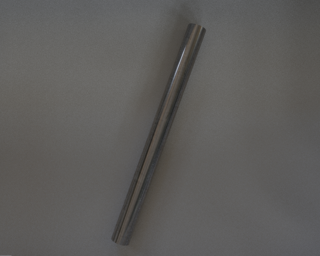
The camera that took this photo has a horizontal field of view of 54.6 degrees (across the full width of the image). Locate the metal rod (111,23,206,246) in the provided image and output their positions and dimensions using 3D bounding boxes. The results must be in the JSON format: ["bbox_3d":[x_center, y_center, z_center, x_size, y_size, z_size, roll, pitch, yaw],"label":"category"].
[{"bbox_3d":[-0.002,0.008,0.409,0.025,0.025,0.299,20,90,0],"label":"metal rod"}]
